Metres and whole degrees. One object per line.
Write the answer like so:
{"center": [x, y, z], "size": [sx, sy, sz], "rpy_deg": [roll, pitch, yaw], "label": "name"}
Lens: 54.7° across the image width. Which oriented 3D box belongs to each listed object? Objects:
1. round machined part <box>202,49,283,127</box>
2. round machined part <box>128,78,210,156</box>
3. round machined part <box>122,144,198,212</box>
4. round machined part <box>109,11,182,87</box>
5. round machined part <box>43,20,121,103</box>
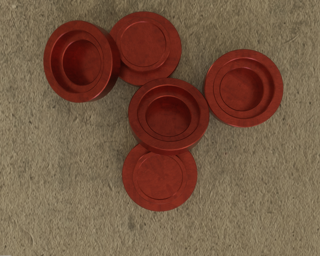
{"center": [0.104, -0.050, 0.404], "size": [0.099, 0.042, 0.097], "rpy_deg": [0, 90, -1], "label": "round machined part"}
{"center": [0.010, -0.011, 0.392], "size": [0.099, 0.042, 0.098], "rpy_deg": [1, 67, -3], "label": "round machined part"}
{"center": [0.000, 0.060, 0.402], "size": [0.099, 0.042, 0.097], "rpy_deg": [0, 90, -1], "label": "round machined part"}
{"center": [-0.021, -0.104, 0.402], "size": [0.099, 0.042, 0.097], "rpy_deg": [0, 90, -1], "label": "round machined part"}
{"center": [-0.093, -0.082, 0.391], "size": [0.098, 0.042, 0.097], "rpy_deg": [3, 98, 20], "label": "round machined part"}
